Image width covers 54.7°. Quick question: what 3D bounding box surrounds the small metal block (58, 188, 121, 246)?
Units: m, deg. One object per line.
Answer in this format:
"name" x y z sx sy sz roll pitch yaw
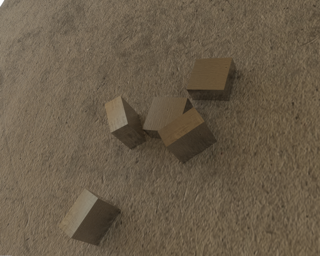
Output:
"small metal block" -0.081 0.106 0.365 0.025 0.050 0.050 25 75 36

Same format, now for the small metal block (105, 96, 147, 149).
"small metal block" -0.046 -0.007 0.416 0.025 0.050 0.050 -27 52 11

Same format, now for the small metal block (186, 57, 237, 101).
"small metal block" 0.069 -0.064 0.407 0.050 0.025 0.050 5 64 30

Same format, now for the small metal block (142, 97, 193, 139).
"small metal block" 0.011 -0.013 0.406 0.050 0.025 0.050 5 64 30

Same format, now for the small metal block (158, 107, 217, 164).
"small metal block" 0.033 0.010 0.364 0.050 0.050 0.025 -34 51 5
